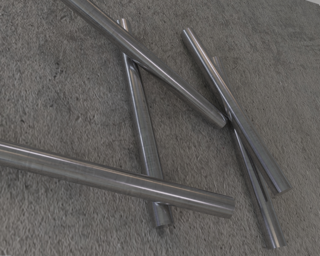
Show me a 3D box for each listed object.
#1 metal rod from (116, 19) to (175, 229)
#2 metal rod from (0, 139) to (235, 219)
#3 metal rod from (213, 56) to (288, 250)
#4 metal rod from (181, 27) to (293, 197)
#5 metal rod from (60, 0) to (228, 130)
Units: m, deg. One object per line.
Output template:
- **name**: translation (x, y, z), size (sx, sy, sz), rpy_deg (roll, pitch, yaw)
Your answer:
- **metal rod**: translation (-0.026, -0.024, 0.403), size (0.025, 0.025, 0.299), rpy_deg (1, 61, -28)
- **metal rod**: translation (-0.065, 0.049, 0.317), size (0.302, 0.025, 0.025), rpy_deg (16, 55, -11)
- **metal rod**: translation (0.120, 0.019, 0.455), size (0.025, 0.025, 0.299), rpy_deg (2, 61, -27)
- **metal rod**: translation (0.101, -0.040, 0.457), size (0.025, 0.025, 0.299), rpy_deg (-6, 57, -31)
- **metal rod**: translation (-0.023, -0.096, 0.417), size (0.301, 0.025, 0.025), rpy_deg (38, 50, -16)
